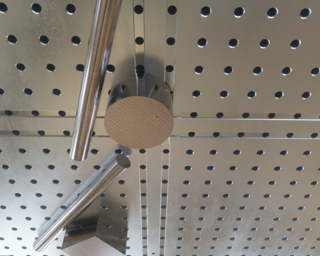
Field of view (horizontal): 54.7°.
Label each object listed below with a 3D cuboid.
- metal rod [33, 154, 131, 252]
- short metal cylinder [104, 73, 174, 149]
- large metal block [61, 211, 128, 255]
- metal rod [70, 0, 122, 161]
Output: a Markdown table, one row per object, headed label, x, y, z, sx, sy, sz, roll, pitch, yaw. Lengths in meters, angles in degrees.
| label | x | y | z | sx | sy | sz | roll | pitch | yaw |
| --- | --- | --- | --- | --- | --- | --- | --- | --- | --- |
| metal rod | -0.144 | 0.139 | 0.527 | 0.025 | 0.025 | 0.299 | 30 | 124 | -24 |
| short metal cylinder | -0.024 | -0.020 | 0.378 | 0.081 | 0.050 | 0.079 | 0 | 130 | 0 |
| large metal block | -0.118 | 0.206 | 0.569 | 0.080 | 0.050 | 0.080 | -28 | 125 | 21 |
| metal rod | -0.072 | -0.071 | 0.350 | 0.025 | 0.025 | 0.298 | 13 | 129 | -11 |
